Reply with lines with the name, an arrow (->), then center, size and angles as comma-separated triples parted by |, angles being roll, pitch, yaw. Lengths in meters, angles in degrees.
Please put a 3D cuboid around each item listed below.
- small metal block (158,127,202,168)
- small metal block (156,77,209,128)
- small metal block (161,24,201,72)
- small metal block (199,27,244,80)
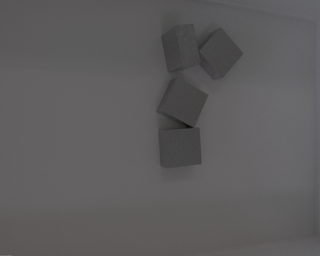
small metal block -> 0.027, 0.026, 0.420 | 0.050, 0.025, 0.050 | -4, 92, -20
small metal block -> 0.030, -0.034, 0.421 | 0.050, 0.025, 0.050 | 27, 81, -18
small metal block -> 0.026, -0.103, 0.407 | 0.025, 0.050, 0.050 | -13, 95, -20
small metal block -> 0.081, -0.105, 0.440 | 0.050, 0.025, 0.050 | 44, 76, -15
